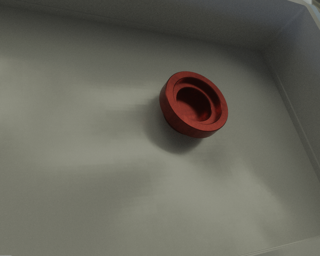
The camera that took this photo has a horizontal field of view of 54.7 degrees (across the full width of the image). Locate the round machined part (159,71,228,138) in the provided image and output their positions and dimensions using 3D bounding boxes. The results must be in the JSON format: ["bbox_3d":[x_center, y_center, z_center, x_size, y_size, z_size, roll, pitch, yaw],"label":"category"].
[{"bbox_3d":[0.043,-0.029,0.437,0.099,0.042,0.098,14,56,-21],"label":"round machined part"}]
